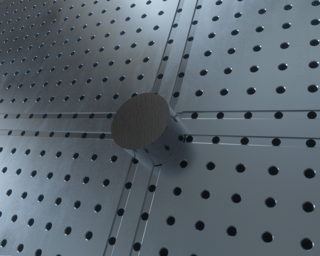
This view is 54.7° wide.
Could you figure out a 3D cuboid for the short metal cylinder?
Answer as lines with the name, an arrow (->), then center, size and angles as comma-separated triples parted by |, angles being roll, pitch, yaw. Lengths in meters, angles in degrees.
short metal cylinder -> -0.015, 0.002, 0.398 | 0.080, 0.050, 0.080 | -13, 57, 21
